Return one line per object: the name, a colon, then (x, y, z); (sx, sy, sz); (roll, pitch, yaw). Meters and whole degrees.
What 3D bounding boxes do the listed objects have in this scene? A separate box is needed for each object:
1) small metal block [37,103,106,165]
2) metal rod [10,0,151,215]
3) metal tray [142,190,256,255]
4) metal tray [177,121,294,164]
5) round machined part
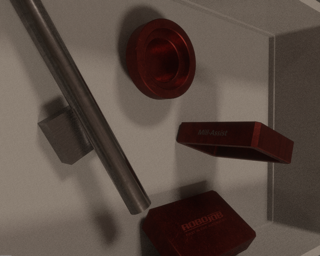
small metal block: (-0.092, 0.004, 0.331); (0.050, 0.025, 0.050); (-38, 114, -33)
metal rod: (-0.088, -0.045, 0.306); (0.025, 0.025, 0.299); (-35, 103, -35)
metal tray: (0.053, 0.136, 0.411); (0.131, 0.090, 0.030); (-5, 128, -40)
metal tray: (0.100, 0.019, 0.424); (0.090, 0.130, 0.030); (22, 76, -38)
round machined part: (-0.003, -0.085, 0.395); (0.099, 0.042, 0.097); (0, 90, -40)
